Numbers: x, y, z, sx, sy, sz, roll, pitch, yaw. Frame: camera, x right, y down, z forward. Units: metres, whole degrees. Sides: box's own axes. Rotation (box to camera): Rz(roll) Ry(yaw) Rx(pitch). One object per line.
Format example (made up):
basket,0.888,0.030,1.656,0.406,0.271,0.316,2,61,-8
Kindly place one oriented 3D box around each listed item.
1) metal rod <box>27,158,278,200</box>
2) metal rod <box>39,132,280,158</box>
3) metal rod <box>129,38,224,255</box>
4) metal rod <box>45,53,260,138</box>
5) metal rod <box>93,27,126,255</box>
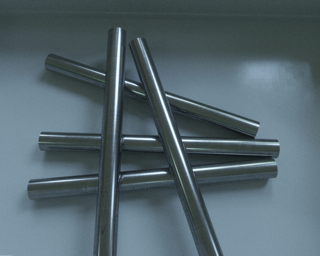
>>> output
metal rod,-0.007,0.063,0.385,0.302,0.025,0.025,-5,70,-2
metal rod,-0.001,0.022,0.400,0.302,0.025,0.025,2,70,0
metal rod,0.015,0.019,0.375,0.025,0.025,0.299,-17,71,-6
metal rod,-0.015,-0.045,0.424,0.301,0.025,0.025,19,71,6
metal rod,-0.059,0.009,0.377,0.025,0.025,0.299,0,70,0
